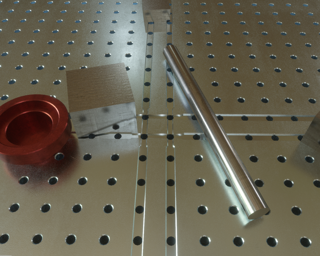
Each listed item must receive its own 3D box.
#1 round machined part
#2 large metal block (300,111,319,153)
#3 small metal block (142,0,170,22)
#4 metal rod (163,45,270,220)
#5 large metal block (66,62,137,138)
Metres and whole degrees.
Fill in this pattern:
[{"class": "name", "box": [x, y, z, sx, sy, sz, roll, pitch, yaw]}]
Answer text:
[{"class": "round machined part", "box": [-0.161, 0.006, 0.390, 0.099, 0.042, 0.098, 0, 50, 0]}, {"class": "large metal block", "box": [0.243, 0.001, 0.392, 0.080, 0.050, 0.080, 37, 59, 26]}, {"class": "small metal block", "box": [-0.008, -0.231, 0.602, 0.050, 0.025, 0.050, -4, 50, -4]}, {"class": "metal rod", "box": [0.061, -0.018, 0.422, 0.025, 0.025, 0.300, -13, 51, -11]}, {"class": "large metal block", "box": [-0.080, -0.040, 0.424, 0.081, 0.050, 0.080, -11, 51, -9]}]
